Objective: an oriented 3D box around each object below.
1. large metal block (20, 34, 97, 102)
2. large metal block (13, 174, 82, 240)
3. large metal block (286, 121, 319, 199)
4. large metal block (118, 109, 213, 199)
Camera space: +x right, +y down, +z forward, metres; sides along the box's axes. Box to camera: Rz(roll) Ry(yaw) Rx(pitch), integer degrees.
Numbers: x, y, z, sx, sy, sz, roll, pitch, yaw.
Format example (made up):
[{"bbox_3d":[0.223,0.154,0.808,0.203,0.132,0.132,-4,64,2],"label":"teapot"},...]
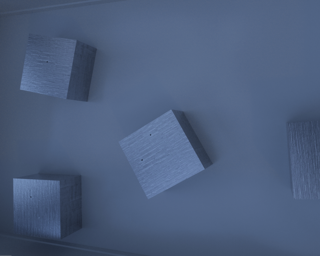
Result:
[{"bbox_3d":[-0.146,-0.086,0.449,0.080,0.050,0.080,12,94,19],"label":"large metal block"},{"bbox_3d":[-0.164,0.112,0.455,0.080,0.050,0.080,-1,90,20],"label":"large metal block"},{"bbox_3d":[0.182,0.032,0.333,0.080,0.050,0.080,-4,89,20],"label":"large metal block"},{"bbox_3d":[0.008,0.032,0.394,0.080,0.050,0.080,-31,80,17],"label":"large metal block"}]
